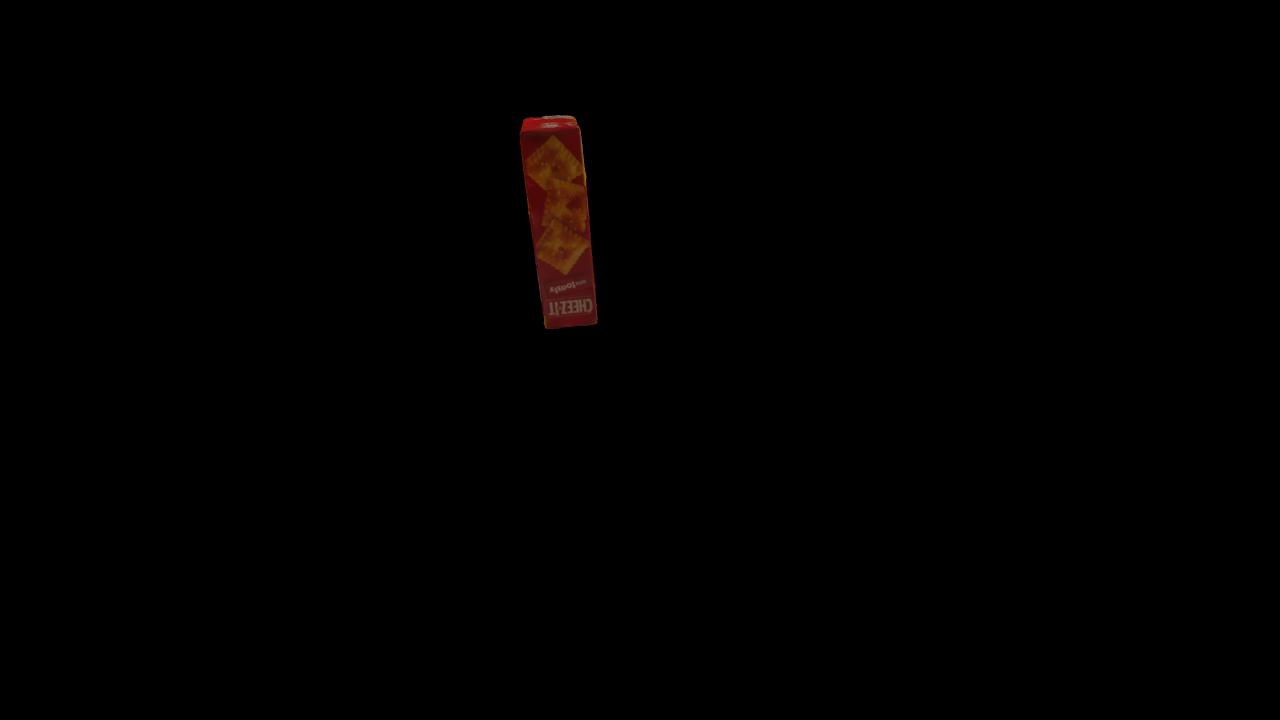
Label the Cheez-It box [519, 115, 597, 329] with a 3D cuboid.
[{"bbox_3d":[-0.097,-0.170,0.740,0.071,0.223,0.166,-6,26,-6],"label":"Cheez-It box"}]
